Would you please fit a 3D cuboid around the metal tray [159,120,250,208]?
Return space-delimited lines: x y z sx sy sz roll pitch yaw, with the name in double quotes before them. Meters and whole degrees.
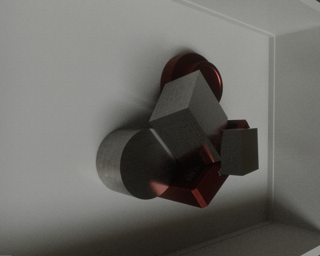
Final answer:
"metal tray" 0.054 0.040 0.409 0.131 0.090 0.030 -46 117 -31

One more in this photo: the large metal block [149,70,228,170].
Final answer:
"large metal block" 0.039 -0.010 0.376 0.080 0.050 0.080 54 34 -27

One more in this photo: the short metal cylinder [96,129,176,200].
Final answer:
"short metal cylinder" -0.027 0.040 0.367 0.081 0.050 0.079 0 90 -40

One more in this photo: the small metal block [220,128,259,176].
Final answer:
"small metal block" 0.093 0.026 0.361 0.050 0.025 0.050 -4 92 -53

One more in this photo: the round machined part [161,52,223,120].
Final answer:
"round machined part" 0.051 -0.058 0.438 0.099 0.042 0.097 0 90 -40
